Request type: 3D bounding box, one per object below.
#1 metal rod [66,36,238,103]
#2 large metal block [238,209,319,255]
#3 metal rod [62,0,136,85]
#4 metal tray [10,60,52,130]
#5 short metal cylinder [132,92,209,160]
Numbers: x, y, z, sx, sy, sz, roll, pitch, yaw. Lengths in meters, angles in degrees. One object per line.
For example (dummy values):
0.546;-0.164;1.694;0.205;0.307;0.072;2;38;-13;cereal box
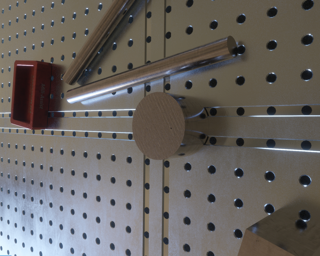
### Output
-0.035;-0.072;0.436;0.300;0.025;0.025;-9;84;39;metal rod
0.107;0.130;0.284;0.050;0.081;0.079;22;104;37;large metal block
-0.065;-0.173;0.460;0.299;0.025;0.025;-44;64;30;metal rod
-0.257;-0.067;0.613;0.090;0.030;0.129;11;97;39;metal tray
0.012;-0.002;0.381;0.080;0.050;0.079;0;90;39;short metal cylinder
